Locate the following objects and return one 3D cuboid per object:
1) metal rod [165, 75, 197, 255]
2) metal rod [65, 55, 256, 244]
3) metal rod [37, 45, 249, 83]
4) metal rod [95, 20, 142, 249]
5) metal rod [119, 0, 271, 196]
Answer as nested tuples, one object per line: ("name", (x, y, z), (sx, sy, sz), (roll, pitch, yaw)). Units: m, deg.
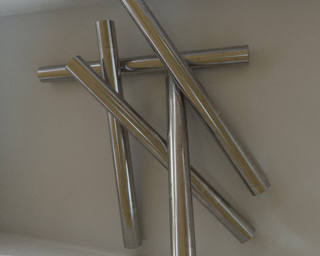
("metal rod", (0.022, 0.067, 0.335), (0.025, 0.025, 0.299), (-12, 60, 19))
("metal rod", (-0.001, 0.024, 0.379), (0.300, 0.025, 0.025), (45, 104, 2))
("metal rod", (-0.036, -0.084, 0.422), (0.301, 0.025, 0.025), (-1, 90, 19))
("metal rod", (-0.054, 0.012, 0.411), (0.025, 0.025, 0.298), (-5, 95, 19))
("metal rod", (0.037, -0.050, 0.375), (0.025, 0.025, 0.299), (-35, 87, 16))
